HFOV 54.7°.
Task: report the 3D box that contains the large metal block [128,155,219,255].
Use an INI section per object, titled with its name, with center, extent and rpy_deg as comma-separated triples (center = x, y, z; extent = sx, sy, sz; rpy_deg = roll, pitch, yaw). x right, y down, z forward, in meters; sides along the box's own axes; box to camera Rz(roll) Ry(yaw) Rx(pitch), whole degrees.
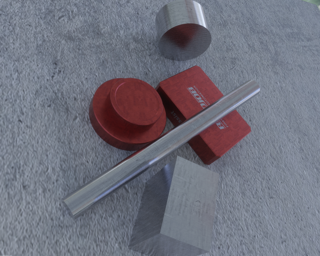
[large metal block]
center = 0.014, 0.088, 0.324
extent = 0.050, 0.080, 0.080
rpy_deg = 25, 53, -13

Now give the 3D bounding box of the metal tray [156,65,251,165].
[metal tray]
center = 0.061, -0.022, 0.449
extent = 0.091, 0.030, 0.130
rpy_deg = -31, 79, -38

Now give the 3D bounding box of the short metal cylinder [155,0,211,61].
[short metal cylinder]
center = 0.035, -0.150, 0.481
extent = 0.081, 0.080, 0.050
rpy_deg = 7, 59, -25

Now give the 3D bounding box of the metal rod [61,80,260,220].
[metal rod]
center = 0.022, 0.011, 0.379
extent = 0.302, 0.025, 0.025
rpy_deg = -32, 80, -28

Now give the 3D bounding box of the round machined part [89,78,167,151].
[round machined part]
center = -0.035, -0.024, 0.390
extent = 0.099, 0.042, 0.098
rpy_deg = 14, 56, -21
